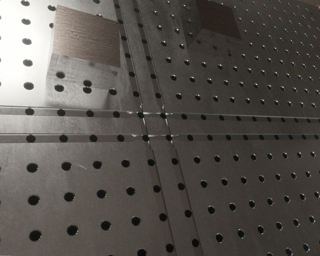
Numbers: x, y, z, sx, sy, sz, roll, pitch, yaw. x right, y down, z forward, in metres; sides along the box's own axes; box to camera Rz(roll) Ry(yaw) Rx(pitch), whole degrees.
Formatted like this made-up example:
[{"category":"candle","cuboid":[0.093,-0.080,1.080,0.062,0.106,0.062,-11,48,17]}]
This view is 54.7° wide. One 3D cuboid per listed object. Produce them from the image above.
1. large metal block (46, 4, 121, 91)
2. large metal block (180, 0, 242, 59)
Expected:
[{"category":"large metal block","cuboid":[-0.099,-0.102,0.402,0.081,0.050,0.080,8,58,-24]},{"category":"large metal block","cuboid":[0.089,-0.178,0.551,0.081,0.050,0.080,7,59,-25]}]
